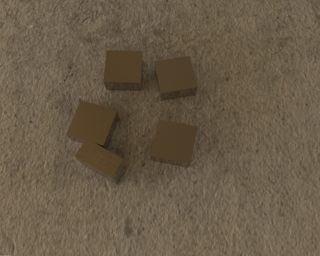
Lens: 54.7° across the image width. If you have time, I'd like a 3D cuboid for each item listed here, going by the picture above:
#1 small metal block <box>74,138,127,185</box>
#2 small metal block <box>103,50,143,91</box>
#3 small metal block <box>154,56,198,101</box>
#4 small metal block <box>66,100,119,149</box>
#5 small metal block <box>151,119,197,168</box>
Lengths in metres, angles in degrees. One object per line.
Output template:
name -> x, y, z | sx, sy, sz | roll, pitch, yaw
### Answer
small metal block -> -0.070, 0.042, 0.379 | 0.050, 0.050, 0.025 | 28, 73, 9
small metal block -> -0.050, -0.081, 0.437 | 0.050, 0.025, 0.050 | 1, 70, 0
small metal block -> 0.021, -0.069, 0.434 | 0.050, 0.025, 0.050 | -10, 70, -4
small metal block -> -0.087, -0.003, 0.408 | 0.050, 0.025, 0.050 | 16, 71, 5
small metal block -> 0.018, 0.020, 0.401 | 0.050, 0.025, 0.050 | 11, 70, 3
